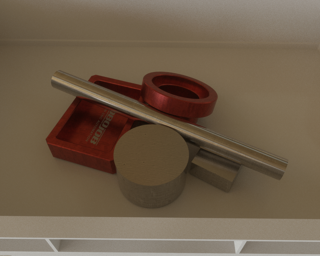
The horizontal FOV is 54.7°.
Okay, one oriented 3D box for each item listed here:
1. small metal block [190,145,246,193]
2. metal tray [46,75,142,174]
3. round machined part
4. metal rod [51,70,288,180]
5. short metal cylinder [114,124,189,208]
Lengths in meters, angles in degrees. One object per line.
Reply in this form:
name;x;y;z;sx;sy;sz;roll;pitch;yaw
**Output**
small metal block;0.070;0.041;0.369;0.050;0.025;0.050;25;54;19
metal tray;-0.074;-0.011;0.406;0.090;0.030;0.130;14;51;11
round machined part;0.022;-0.036;0.406;0.099;0.042;0.098;12;27;-6
metal rod;-0.001;-0.010;0.373;0.301;0.025;0.025;22;53;14
short metal cylinder;-0.009;0.042;0.350;0.081;0.050;0.080;0;50;0
